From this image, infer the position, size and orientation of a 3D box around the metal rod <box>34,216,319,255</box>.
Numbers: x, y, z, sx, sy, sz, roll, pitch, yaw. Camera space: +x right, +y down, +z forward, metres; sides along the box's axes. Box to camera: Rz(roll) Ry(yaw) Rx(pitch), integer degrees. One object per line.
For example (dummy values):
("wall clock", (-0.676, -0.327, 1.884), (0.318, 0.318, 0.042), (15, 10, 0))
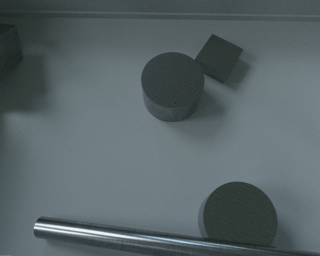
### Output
("metal rod", (0.004, 0.123, 0.326), (0.301, 0.025, 0.025), (2, 70, 15))

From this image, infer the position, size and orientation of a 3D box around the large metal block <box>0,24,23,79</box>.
("large metal block", (-0.244, -0.104, 0.412), (0.080, 0.050, 0.080), (6, 36, 1))

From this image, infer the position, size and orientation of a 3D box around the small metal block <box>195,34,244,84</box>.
("small metal block", (0.084, -0.100, 0.447), (0.050, 0.025, 0.050), (31, 73, 10))

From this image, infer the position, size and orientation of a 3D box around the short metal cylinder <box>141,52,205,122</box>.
("short metal cylinder", (0.016, -0.054, 0.416), (0.081, 0.050, 0.080), (0, 70, 0))

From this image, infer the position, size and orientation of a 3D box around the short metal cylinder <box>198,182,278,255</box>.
("short metal cylinder", (0.087, 0.106, 0.359), (0.081, 0.050, 0.080), (0, 70, 0))
